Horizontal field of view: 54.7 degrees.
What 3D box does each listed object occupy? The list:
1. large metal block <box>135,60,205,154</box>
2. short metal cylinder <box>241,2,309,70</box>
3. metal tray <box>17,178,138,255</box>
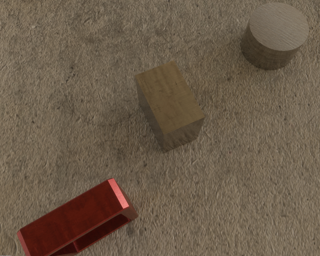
[{"bbox_3d":[0.010,-0.023,0.388,0.050,0.080,0.080,-23,72,-8],"label":"large metal block"},{"bbox_3d":[0.162,-0.130,0.444,0.081,0.050,0.080,0,70,0],"label":"short metal cylinder"},{"bbox_3d":[-0.072,0.097,0.316,0.090,0.130,0.030,-29,73,-10],"label":"metal tray"}]
